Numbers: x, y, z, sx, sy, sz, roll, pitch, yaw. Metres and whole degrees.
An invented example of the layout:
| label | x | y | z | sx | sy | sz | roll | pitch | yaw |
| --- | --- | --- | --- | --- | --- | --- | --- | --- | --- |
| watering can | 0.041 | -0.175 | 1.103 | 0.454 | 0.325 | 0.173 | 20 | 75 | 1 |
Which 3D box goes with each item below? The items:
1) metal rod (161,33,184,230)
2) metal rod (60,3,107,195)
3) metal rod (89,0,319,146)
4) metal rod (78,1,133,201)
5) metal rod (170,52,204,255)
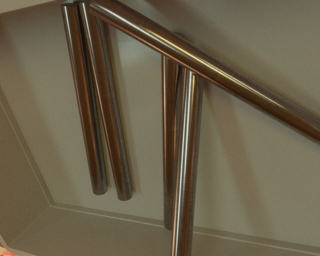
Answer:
| label | x | y | z | sx | sy | sz | roll | pitch | yaw |
| --- | --- | --- | --- | --- | --- | --- | --- | --- | --- |
| metal rod | 0.016 | 0.026 | 0.416 | 0.025 | 0.025 | 0.298 | 12 | 124 | 21 |
| metal rod | -0.104 | -0.021 | 0.450 | 0.025 | 0.025 | 0.298 | 13 | 124 | 21 |
| metal rod | 0.066 | -0.052 | 0.316 | 0.301 | 0.025 | 0.025 | 30 | 129 | -1 |
| metal rod | -0.070 | -0.019 | 0.433 | 0.025 | 0.025 | 0.298 | 9 | 122 | 24 |
| metal rod | 0.030 | 0.065 | 0.360 | 0.025 | 0.025 | 0.298 | 7 | 99 | 25 |
